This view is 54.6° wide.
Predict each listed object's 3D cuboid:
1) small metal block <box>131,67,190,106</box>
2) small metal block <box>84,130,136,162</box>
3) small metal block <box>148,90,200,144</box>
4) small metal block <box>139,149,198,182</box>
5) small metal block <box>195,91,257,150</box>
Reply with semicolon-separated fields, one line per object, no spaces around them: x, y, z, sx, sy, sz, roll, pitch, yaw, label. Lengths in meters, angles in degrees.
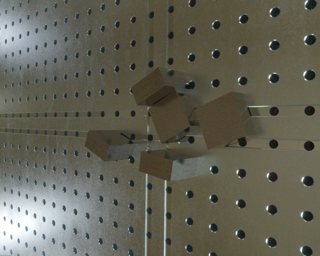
0.001;-0.050;0.393;0.050;0.050;0.025;-31;71;36;small metal block
-0.073;0.025;0.455;0.050;0.050;0.025;30;109;36;small metal block
0.018;-0.014;0.395;0.050;0.025;0.050;-33;70;35;small metal block
0.011;0.045;0.385;0.050;0.050;0.025;12;98;39;small metal block
0.073;-0.007;0.350;0.050;0.025;0.050;-25;74;37;small metal block
